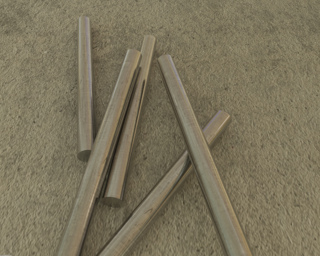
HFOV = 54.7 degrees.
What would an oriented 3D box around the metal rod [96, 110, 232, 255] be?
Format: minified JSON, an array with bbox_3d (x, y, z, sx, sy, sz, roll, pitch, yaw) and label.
[{"bbox_3d":[-0.004,0.079,0.336,0.025,0.025,0.301,29,56,22],"label":"metal rod"}]

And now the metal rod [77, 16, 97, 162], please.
[{"bbox_3d":[-0.112,-0.079,0.468,0.025,0.025,0.300,-7,50,-6],"label":"metal rod"}]

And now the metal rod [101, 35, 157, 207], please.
[{"bbox_3d":[-0.034,-0.034,0.431,0.025,0.025,0.300,5,50,4],"label":"metal rod"}]

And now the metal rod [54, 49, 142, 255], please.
[{"bbox_3d":[-0.064,0.014,0.371,0.025,0.025,0.300,8,55,6],"label":"metal rod"}]

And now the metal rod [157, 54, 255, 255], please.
[{"bbox_3d":[0.041,0.015,0.356,0.025,0.025,0.300,-10,51,-8],"label":"metal rod"}]
